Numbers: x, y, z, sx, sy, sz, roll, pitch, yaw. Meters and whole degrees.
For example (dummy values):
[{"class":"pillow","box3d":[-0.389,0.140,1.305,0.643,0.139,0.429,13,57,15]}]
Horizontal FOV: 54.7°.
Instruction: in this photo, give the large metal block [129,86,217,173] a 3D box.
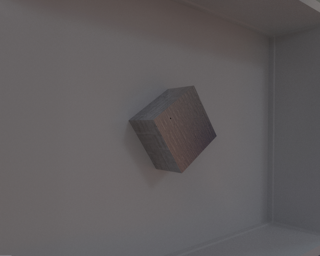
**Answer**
[{"class":"large metal block","box3d":[0.019,0.001,0.409,0.080,0.050,0.080,-42,116,-32]}]
